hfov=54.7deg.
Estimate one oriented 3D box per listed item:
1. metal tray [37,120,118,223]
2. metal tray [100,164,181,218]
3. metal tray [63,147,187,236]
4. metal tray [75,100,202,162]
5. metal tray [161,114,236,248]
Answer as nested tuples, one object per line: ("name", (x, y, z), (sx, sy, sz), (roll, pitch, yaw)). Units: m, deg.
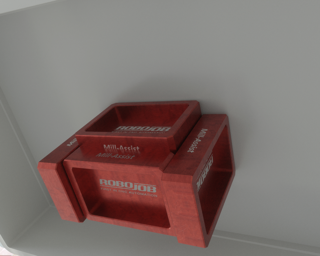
("metal tray", (-0.093, 0.050, 0.419), (0.030, 0.131, 0.089), (1, 119, 28))
("metal tray", (-0.005, 0.079, 0.414), (0.130, 0.090, 0.030), (0, 118, 28))
("metal tray", (-0.039, 0.069, 0.350), (0.130, 0.030, 0.089), (1, 119, 27))
("metal tray", (-0.024, 0.000, 0.376), (0.130, 0.090, 0.030), (1, 119, 28))
("metal tray", (0.050, 0.051, 0.343), (0.030, 0.131, 0.089), (1, 119, 28))
